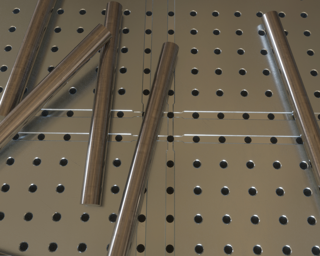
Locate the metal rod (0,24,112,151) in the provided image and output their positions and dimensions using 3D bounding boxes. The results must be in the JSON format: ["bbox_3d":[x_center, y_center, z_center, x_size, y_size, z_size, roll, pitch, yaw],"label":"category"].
[{"bbox_3d":[-0.174,-0.025,0.406,0.025,0.025,0.300,39,79,13],"label":"metal rod"}]

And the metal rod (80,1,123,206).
[{"bbox_3d":[-0.078,-0.047,0.428,0.025,0.025,0.299,3,70,1],"label":"metal rod"}]

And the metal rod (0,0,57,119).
[{"bbox_3d":[-0.184,-0.151,0.466,0.025,0.025,0.299,9,70,3],"label":"metal rod"}]

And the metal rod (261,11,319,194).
[{"bbox_3d":[0.192,-0.032,0.424,0.025,0.025,0.299,-9,70,-3],"label":"metal rod"}]

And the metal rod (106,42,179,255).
[{"bbox_3d":[-0.017,0.018,0.405,0.025,0.025,0.299,12,70,4],"label":"metal rod"}]

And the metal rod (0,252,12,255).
[{"bbox_3d":[-0.122,0.172,0.348,0.301,0.025,0.025,15,71,5],"label":"metal rod"}]
